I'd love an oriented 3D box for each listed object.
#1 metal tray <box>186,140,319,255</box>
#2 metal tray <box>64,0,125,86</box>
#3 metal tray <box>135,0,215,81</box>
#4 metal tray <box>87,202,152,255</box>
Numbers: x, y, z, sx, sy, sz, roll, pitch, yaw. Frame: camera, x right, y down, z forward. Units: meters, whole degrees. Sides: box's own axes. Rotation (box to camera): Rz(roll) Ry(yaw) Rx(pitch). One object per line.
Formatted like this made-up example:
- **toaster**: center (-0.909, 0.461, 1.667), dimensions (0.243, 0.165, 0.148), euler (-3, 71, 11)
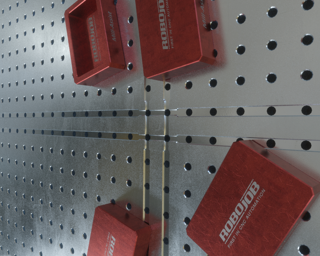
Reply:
- **metal tray**: center (0.093, 0.089, 0.329), dimensions (0.090, 0.030, 0.129), euler (37, 112, 33)
- **metal tray**: center (-0.106, -0.142, 0.490), dimensions (0.090, 0.030, 0.129), euler (-17, 79, 38)
- **metal tray**: center (0.015, -0.134, 0.392), dimensions (0.090, 0.030, 0.129), euler (-11, 83, 39)
- **metal tray**: center (-0.066, 0.189, 0.458), dimensions (0.090, 0.030, 0.129), euler (19, 102, 38)
